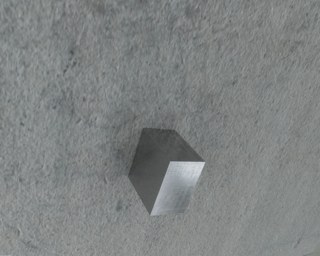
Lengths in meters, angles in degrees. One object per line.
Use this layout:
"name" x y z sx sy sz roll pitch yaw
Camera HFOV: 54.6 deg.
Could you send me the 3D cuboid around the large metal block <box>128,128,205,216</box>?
"large metal block" 0.005 0.055 0.407 0.050 0.080 0.079 5 116 -31
